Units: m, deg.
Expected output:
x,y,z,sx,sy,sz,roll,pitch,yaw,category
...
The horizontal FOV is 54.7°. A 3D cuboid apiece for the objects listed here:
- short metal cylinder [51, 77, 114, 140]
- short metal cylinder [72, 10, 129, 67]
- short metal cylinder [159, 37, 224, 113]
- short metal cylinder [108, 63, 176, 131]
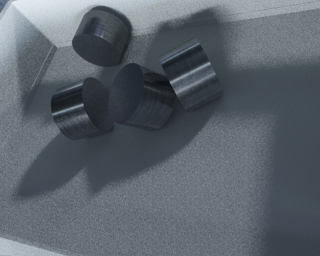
x,y,z,sx,sy,sz,roll,pitch,yaw,category
-0.108,-0.027,0.444,0.050,0.080,0.080,-16,55,19,short metal cylinder
-0.097,-0.146,0.511,0.080,0.080,0.050,1,62,28,short metal cylinder
0.040,-0.066,0.390,0.050,0.080,0.080,-27,52,10,short metal cylinder
-0.025,-0.039,0.407,0.080,0.050,0.080,-20,64,47,short metal cylinder
